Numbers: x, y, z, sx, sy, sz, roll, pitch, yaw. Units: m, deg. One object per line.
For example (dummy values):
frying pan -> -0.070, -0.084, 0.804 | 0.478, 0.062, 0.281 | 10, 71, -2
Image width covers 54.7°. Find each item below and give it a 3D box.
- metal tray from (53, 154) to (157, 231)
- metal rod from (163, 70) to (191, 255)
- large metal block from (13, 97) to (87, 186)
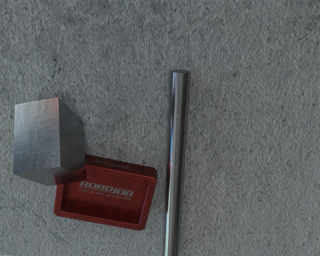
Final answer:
metal tray -> -0.077, 0.090, 0.439 | 0.131, 0.030, 0.089 | 12, 110, -5
metal rod -> 0.021, 0.069, 0.435 | 0.025, 0.025, 0.298 | 1, 110, -1
large metal block -> -0.128, 0.020, 0.369 | 0.050, 0.080, 0.080 | -10, 70, 3
